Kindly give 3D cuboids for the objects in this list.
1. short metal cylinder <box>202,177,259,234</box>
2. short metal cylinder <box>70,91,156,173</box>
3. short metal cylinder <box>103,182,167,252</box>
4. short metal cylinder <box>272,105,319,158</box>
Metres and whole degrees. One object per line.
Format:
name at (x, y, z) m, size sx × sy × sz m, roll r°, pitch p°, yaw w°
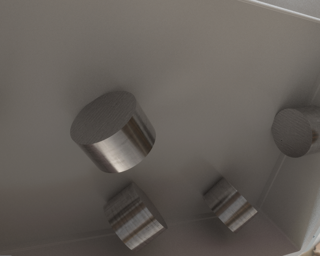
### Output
short metal cylinder at (0.118, 0.129, 0.520) m, size 0.050 × 0.080 × 0.080 m, roll -44°, pitch 130°, yaw 2°
short metal cylinder at (-0.052, 0.004, 0.348) m, size 0.080 × 0.080 × 0.050 m, roll -35°, pitch 129°, yaw -6°
short metal cylinder at (-0.034, 0.124, 0.433) m, size 0.050 × 0.080 × 0.080 m, roll -38°, pitch 130°, yaw -3°
short metal cylinder at (0.232, 0.005, 0.506) m, size 0.050 × 0.080 × 0.079 m, roll -9°, pitch 122°, yaw -24°
